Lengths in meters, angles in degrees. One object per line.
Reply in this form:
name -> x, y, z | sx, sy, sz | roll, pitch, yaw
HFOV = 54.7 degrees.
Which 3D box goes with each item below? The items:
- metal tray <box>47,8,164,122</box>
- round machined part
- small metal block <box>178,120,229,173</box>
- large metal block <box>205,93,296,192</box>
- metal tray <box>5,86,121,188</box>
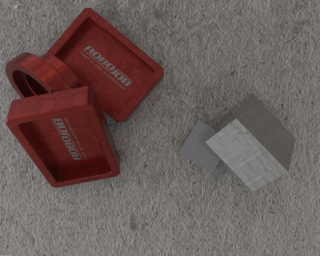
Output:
metal tray -> -0.071, -0.080, 0.406 | 0.130, 0.030, 0.090 | 40, 90, 0
round machined part -> -0.135, -0.051, 0.379 | 0.098, 0.098, 0.042 | 40, 60, 0
small metal block -> 0.058, 0.024, 0.410 | 0.050, 0.025, 0.050 | 31, 90, 0
large metal block -> 0.112, 0.015, 0.376 | 0.080, 0.080, 0.050 | 46, 128, 0
metal tray -> -0.105, 0.016, 0.364 | 0.091, 0.129, 0.030 | -11, 47, 0
